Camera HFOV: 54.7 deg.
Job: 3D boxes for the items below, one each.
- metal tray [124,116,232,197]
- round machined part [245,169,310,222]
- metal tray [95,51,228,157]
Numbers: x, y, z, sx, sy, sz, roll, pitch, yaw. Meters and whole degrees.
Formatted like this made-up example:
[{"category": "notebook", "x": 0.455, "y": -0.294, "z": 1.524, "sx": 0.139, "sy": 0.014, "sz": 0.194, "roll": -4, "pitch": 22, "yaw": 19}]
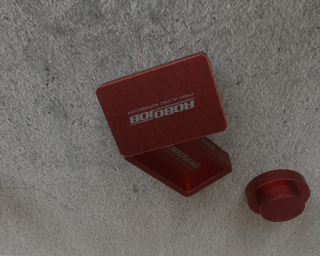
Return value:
[{"category": "metal tray", "x": 0.027, "y": 0.041, "z": 0.438, "sx": 0.130, "sy": 0.030, "sz": 0.090, "roll": 36, "pitch": 121, "yaw": -27}, {"category": "round machined part", "x": 0.190, "y": 0.114, "z": 0.496, "sx": 0.099, "sy": 0.042, "sz": 0.097, "roll": -1, "pitch": 130, "yaw": 0}, {"category": "metal tray", "x": 0.003, "y": -0.026, "z": 0.361, "sx": 0.130, "sy": 0.030, "sz": 0.090, "roll": -16, "pitch": 106, "yaw": 12}]
